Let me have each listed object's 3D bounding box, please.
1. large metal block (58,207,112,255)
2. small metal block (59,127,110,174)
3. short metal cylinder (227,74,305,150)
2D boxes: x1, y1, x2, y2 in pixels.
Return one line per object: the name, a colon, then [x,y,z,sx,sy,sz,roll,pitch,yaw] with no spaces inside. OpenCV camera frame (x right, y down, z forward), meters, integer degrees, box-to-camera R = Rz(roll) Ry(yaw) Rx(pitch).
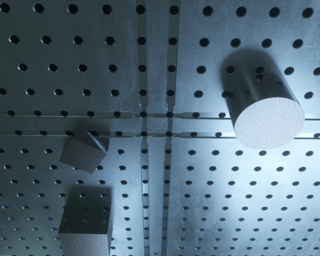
large metal block: [-0.130,0.188,0.554,0.081,0.050,0.079,3,130,-3]
small metal block: [-0.107,0.033,0.438,0.050,0.025,0.050,26,126,-21]
short metal cylinder: [0.127,-0.019,0.380,0.081,0.050,0.079,0,130,0]
